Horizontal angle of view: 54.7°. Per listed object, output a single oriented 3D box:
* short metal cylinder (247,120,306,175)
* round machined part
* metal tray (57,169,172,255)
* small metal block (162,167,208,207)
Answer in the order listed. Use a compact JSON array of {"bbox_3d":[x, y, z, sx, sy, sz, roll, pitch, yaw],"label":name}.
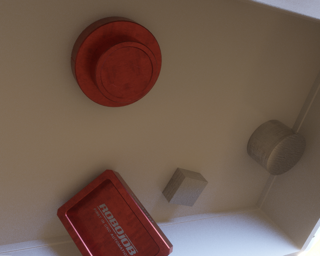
[{"bbox_3d":[0.196,0.033,0.523,0.081,0.050,0.079,-14,124,-21],"label":"short metal cylinder"},{"bbox_3d":[-0.042,-0.066,0.335,0.099,0.042,0.097,-14,125,-21],"label":"round machined part"},{"bbox_3d":[-0.058,0.129,0.392,0.090,0.130,0.030,-39,162,-3],"label":"metal tray"},{"bbox_3d":[0.040,0.094,0.491,0.050,0.025,0.050,19,108,-36],"label":"small metal block"}]
